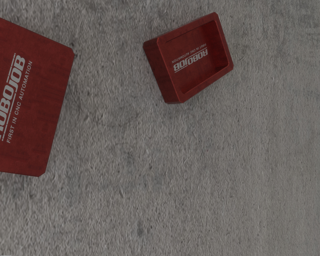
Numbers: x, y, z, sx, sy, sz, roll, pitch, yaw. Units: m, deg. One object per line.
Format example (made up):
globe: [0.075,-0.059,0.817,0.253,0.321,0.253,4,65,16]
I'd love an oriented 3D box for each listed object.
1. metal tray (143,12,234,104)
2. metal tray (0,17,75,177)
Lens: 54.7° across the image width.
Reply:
metal tray: [0.046,-0.101,0.438,0.131,0.030,0.090,-35,112,-34]
metal tray: [-0.140,-0.027,0.284,0.091,0.030,0.129,18,79,-39]
